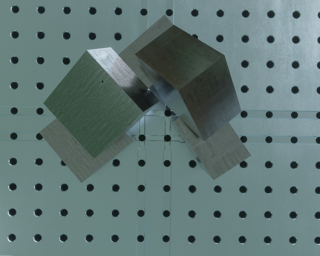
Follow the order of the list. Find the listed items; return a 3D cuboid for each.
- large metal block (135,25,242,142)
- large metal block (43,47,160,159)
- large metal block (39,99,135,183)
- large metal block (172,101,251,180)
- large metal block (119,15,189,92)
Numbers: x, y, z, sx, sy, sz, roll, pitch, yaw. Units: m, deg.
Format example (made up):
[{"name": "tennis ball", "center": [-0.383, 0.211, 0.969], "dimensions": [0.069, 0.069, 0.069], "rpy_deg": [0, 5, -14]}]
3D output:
[{"name": "large metal block", "center": [0.030, -0.046, 0.315], "dimensions": [0.050, 0.080, 0.080], "rpy_deg": [-39, 48, -5]}, {"name": "large metal block", "center": [-0.062, -0.028, 0.334], "dimensions": [0.080, 0.050, 0.080], "rpy_deg": [-42, 91, 25]}, {"name": "large metal block", "center": [-0.090, 0.011, 0.399], "dimensions": [0.080, 0.050, 0.080], "rpy_deg": [-39, 91, 0]}, {"name": "large metal block", "center": [0.058, 0.011, 0.385], "dimensions": [0.050, 0.080, 0.080], "rpy_deg": [-34, 90, 0]}, {"name": "large metal block", "center": [-0.009, -0.082, 0.384], "dimensions": [0.080, 0.080, 0.050], "rpy_deg": [-41, 91, 0]}]
